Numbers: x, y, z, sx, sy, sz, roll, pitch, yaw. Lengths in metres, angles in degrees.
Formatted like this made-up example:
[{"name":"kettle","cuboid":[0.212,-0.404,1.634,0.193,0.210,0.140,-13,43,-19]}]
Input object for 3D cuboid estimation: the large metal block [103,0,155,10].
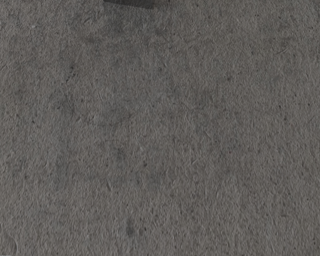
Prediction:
[{"name":"large metal block","cuboid":[-0.043,-0.240,0.482,0.080,0.050,0.080,11,70,4]}]
